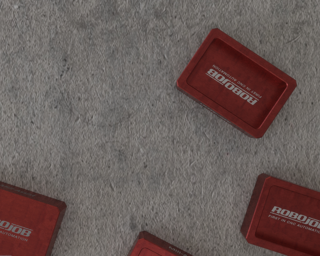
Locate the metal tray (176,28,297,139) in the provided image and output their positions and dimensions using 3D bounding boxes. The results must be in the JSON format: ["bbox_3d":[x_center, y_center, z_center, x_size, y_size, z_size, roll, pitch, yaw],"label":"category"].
[{"bbox_3d":[0.098,-0.057,0.407,0.130,0.030,0.090,34,90,0],"label":"metal tray"}]

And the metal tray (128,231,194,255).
[{"bbox_3d":[0.012,0.207,0.407,0.130,0.030,0.090,28,90,0],"label":"metal tray"}]

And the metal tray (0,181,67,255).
[{"bbox_3d":[-0.201,0.124,0.406,0.131,0.030,0.090,18,90,0],"label":"metal tray"}]

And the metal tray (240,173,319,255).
[{"bbox_3d":[0.184,0.122,0.408,0.131,0.030,0.090,18,90,0],"label":"metal tray"}]
